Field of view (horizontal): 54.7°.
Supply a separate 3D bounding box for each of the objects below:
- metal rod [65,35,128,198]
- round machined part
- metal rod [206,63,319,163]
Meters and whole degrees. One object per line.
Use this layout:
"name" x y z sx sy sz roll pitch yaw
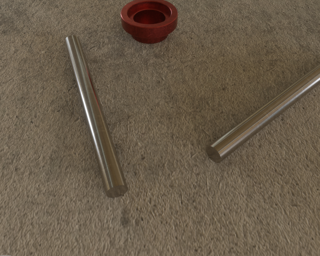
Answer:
"metal rod" -0.098 -0.038 0.433 0.025 0.025 0.299 -15 52 -13
"round machined part" -0.019 -0.186 0.548 0.099 0.042 0.098 0 50 0
"metal rod" 0.180 -0.042 0.440 0.302 0.025 0.025 -33 58 -25
